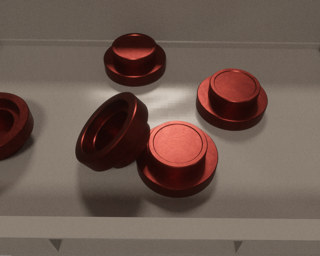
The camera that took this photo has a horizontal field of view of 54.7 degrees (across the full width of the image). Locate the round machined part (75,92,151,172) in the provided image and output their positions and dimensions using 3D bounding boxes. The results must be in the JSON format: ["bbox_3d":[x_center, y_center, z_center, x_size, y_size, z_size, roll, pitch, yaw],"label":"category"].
[{"bbox_3d":[-0.050,0.009,0.365,0.098,0.042,0.098,-30,38,27],"label":"round machined part"}]

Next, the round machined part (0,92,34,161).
[{"bbox_3d":[-0.209,0.004,0.388,0.099,0.042,0.098,0,50,0],"label":"round machined part"}]

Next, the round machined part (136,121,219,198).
[{"bbox_3d":[0.020,0.030,0.369,0.099,0.042,0.098,0,50,0],"label":"round machined part"}]

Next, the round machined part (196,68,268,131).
[{"bbox_3d":[0.102,-0.046,0.434,0.099,0.042,0.098,0,50,0],"label":"round machined part"}]

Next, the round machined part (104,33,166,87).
[{"bbox_3d":[-0.040,-0.113,0.489,0.099,0.042,0.098,0,50,0],"label":"round machined part"}]
